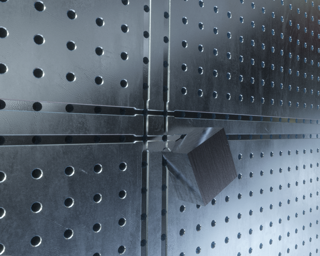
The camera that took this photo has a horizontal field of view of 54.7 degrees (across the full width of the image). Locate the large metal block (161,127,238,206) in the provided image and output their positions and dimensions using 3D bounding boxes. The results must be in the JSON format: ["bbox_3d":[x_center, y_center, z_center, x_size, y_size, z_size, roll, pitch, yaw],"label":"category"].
[{"bbox_3d":[0.059,0.052,0.445,0.081,0.050,0.080,-31,110,-36],"label":"large metal block"}]
